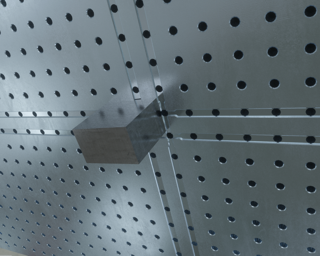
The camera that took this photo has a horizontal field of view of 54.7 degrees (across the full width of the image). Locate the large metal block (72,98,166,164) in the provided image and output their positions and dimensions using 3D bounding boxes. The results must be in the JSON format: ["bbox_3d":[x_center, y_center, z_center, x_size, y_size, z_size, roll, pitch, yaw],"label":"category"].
[{"bbox_3d":[-0.050,0.003,0.402,0.080,0.080,0.050,-3,117,29],"label":"large metal block"}]
